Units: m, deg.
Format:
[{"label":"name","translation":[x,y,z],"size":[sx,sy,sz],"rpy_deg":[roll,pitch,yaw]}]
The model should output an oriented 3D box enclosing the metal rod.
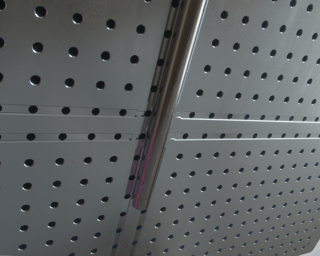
[{"label":"metal rod","translation":[0.005,-0.015,0.404],"size":[0.025,0.025,0.298],"rpy_deg":[0,118,-29]}]
